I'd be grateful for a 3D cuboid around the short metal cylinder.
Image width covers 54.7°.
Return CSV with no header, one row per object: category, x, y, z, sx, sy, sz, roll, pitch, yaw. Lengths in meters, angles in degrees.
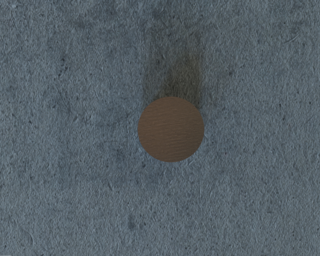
short metal cylinder,0.013,0.002,0.399,0.081,0.050,0.079,0,90,-1
